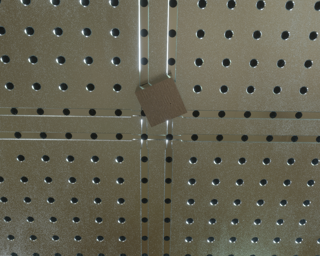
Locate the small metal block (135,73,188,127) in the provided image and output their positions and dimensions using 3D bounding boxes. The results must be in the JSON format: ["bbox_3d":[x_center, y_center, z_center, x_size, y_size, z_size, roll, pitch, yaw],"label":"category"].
[{"bbox_3d":[0.002,-0.036,0.400,0.050,0.025,0.050,-22,109,8],"label":"small metal block"}]
